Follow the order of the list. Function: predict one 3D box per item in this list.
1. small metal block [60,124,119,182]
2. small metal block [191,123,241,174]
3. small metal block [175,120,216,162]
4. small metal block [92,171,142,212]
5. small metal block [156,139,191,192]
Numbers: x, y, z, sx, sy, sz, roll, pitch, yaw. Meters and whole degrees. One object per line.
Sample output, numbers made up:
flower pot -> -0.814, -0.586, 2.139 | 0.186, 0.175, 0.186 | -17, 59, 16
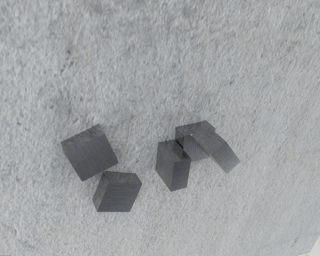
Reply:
small metal block -> -0.085, 0.031, 0.380 | 0.050, 0.025, 0.050 | -27, 128, -12
small metal block -> 0.075, 0.028, 0.419 | 0.025, 0.050, 0.050 | -43, 130, 0
small metal block -> 0.050, 0.021, 0.449 | 0.050, 0.025, 0.050 | -12, 124, -22
small metal block -> -0.060, 0.089, 0.431 | 0.050, 0.025, 0.050 | 10, 113, -33
small metal block -> 0.017, 0.052, 0.434 | 0.025, 0.050, 0.050 | -9, 123, -24
